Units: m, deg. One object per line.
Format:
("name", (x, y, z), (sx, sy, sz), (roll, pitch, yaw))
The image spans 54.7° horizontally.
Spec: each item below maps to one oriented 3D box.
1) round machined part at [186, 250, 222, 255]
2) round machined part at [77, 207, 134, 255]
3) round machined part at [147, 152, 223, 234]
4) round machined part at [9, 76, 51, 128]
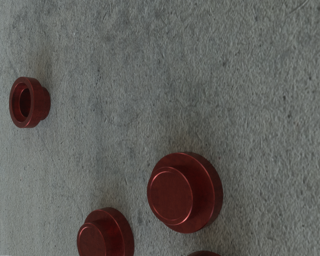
("round machined part", (0.059, 0.186, 0.345), (0.098, 0.042, 0.097), (0, 90, 40))
("round machined part", (-0.088, 0.173, 0.467), (0.098, 0.042, 0.097), (0, 90, 40))
("round machined part", (0.023, 0.079, 0.375), (0.098, 0.042, 0.097), (0, 90, 40))
("round machined part", (-0.249, -0.049, 0.600), (0.098, 0.042, 0.097), (0, 90, 40))
